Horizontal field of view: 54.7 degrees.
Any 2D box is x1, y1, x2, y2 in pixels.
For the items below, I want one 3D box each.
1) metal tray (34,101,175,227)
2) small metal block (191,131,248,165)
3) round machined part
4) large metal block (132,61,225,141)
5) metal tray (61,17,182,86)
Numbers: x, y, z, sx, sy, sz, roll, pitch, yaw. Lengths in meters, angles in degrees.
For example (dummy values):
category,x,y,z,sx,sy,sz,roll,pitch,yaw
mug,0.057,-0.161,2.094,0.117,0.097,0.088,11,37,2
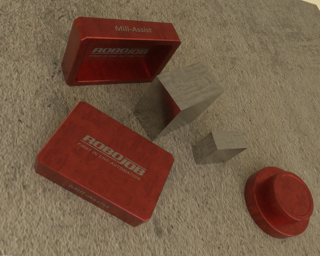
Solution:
category,x,y,z,sx,sy,sz,roll,pitch,yaw
metal tray,-0.057,0.039,0.347,0.130,0.030,0.090,32,51,-8
small metal block,0.079,0.027,0.416,0.050,0.050,0.025,-1,62,-29
round machined part,0.170,0.098,0.427,0.099,0.042,0.098,14,56,-21
large metal block,0.022,-0.034,0.403,0.081,0.080,0.050,-25,76,-37
metal tray,-0.049,-0.094,0.393,0.131,0.090,0.030,-8,66,-32
